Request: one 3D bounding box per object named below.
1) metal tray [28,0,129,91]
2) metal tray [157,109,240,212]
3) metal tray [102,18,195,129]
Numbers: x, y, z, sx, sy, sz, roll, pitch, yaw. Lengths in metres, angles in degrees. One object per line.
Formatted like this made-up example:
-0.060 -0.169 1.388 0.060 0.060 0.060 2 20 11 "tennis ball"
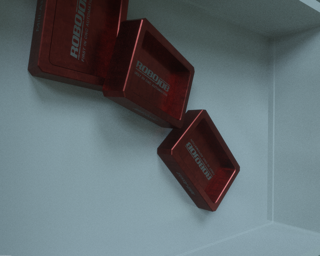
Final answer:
-0.083 -0.112 0.334 0.091 0.030 0.129 10 84 -40 "metal tray"
0.062 0.048 0.457 0.090 0.030 0.130 -50 120 -28 "metal tray"
-0.006 -0.059 0.375 0.130 0.030 0.090 28 72 -55 "metal tray"
